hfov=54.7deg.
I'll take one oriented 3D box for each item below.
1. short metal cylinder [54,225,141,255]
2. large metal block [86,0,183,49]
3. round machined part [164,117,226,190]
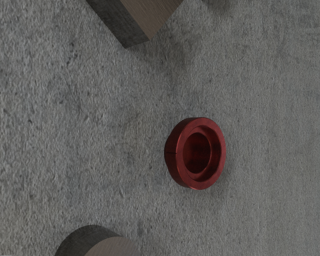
[{"bbox_3d":[-0.067,0.151,0.333,0.081,0.050,0.080,0,90,-40],"label":"short metal cylinder"},{"bbox_3d":[-0.030,-0.154,0.363,0.080,0.050,0.080,49,61,-29],"label":"large metal block"},{"bbox_3d":[0.044,0.034,0.431,0.099,0.042,0.097,0,90,-40],"label":"round machined part"}]
